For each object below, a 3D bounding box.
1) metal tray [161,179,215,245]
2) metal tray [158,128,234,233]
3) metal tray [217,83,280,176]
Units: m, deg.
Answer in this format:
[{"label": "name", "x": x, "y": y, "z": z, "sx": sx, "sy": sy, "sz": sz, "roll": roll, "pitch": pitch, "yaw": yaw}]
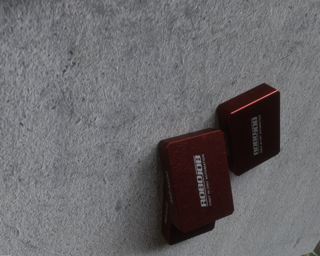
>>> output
[{"label": "metal tray", "x": 0.051, "y": 0.127, "z": 0.510, "sx": 0.091, "sy": 0.030, "sz": 0.129, "roll": -12, "pitch": 124, "yaw": -22}, {"label": "metal tray", "x": 0.054, "y": 0.072, "z": 0.445, "sx": 0.091, "sy": 0.030, "sz": 0.129, "roll": -14, "pitch": 101, "yaw": -21}, {"label": "metal tray", "x": 0.142, "y": 0.005, "z": 0.484, "sx": 0.091, "sy": 0.030, "sz": 0.129, "roll": -26, "pitch": 128, "yaw": -12}]
